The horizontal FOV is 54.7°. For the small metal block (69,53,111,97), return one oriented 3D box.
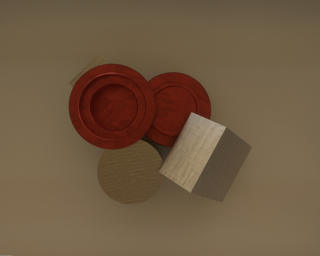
[{"bbox_3d":[-0.083,-0.063,0.396,0.025,0.050,0.050,44,90,-1],"label":"small metal block"}]

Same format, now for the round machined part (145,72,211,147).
[{"bbox_3d":[0.017,-0.024,0.400,0.099,0.042,0.097,0,90,-1],"label":"round machined part"}]

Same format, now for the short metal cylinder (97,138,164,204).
[{"bbox_3d":[-0.035,0.052,0.397,0.081,0.050,0.079,0,90,-1],"label":"short metal cylinder"}]

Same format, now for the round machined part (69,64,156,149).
[{"bbox_3d":[-0.054,-0.025,0.371,0.099,0.042,0.097,0,90,-1],"label":"round machined part"}]

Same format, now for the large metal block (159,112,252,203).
[{"bbox_3d":[0.058,0.038,0.376,0.050,0.080,0.080,28,89,40],"label":"large metal block"}]
